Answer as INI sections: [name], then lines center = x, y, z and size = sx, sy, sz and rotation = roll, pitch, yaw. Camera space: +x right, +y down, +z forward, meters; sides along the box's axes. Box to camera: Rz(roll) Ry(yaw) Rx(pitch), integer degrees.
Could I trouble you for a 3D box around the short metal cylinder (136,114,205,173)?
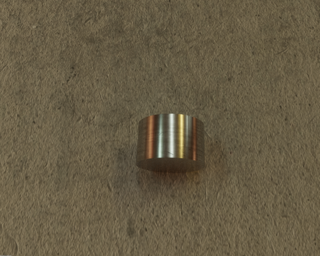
[short metal cylinder]
center = 0.013, 0.021, 0.371
size = 0.080, 0.080, 0.050
rotation = 2, 70, 1
